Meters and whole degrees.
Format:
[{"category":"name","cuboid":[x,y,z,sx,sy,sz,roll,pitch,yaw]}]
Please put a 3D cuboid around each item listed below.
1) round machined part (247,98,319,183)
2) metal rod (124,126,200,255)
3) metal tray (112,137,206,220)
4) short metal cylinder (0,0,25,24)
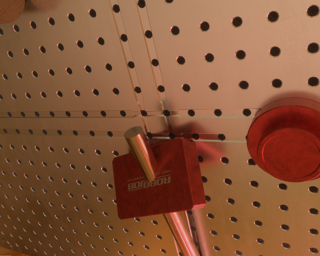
[{"category":"round machined part","cuboid":[0.144,0.020,0.336,0.098,0.042,0.097,13,124,21]},{"category":"metal rod","cuboid":[0.017,0.126,0.456,0.025,0.025,0.299,-4,124,30]},{"category":"metal tray","cuboid":[-0.006,0.072,0.425,0.130,0.030,0.090,-19,72,35]},{"category":"short metal cylinder","cuboid":[-0.219,-0.171,0.386,0.050,0.080,0.079,7,122,25]}]
